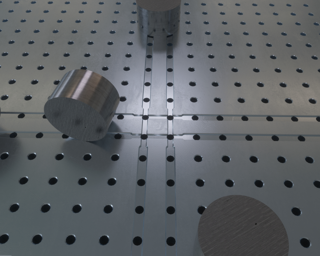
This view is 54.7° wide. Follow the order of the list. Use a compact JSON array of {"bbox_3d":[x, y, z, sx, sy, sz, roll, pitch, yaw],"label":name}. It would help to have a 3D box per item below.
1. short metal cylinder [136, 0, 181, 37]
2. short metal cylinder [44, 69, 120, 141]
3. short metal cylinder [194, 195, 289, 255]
[{"bbox_3d":[-0.002,-0.213,0.570,0.081,0.050,0.080,0,50,0],"label":"short metal cylinder"},{"bbox_3d":[-0.097,-0.027,0.394,0.080,0.080,0.050,10,51,8],"label":"short metal cylinder"},{"bbox_3d":[0.074,0.112,0.297,0.081,0.050,0.080,0,50,0],"label":"short metal cylinder"}]
